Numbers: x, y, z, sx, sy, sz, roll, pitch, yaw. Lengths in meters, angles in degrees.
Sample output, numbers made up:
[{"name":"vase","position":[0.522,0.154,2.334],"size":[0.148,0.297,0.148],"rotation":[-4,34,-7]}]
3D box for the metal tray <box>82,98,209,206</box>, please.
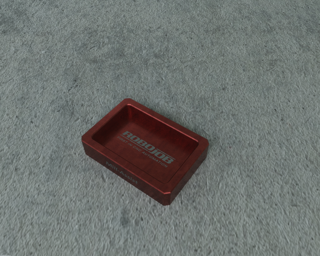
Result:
[{"name":"metal tray","position":[-0.018,0.023,0.381],"size":[0.130,0.030,0.090],"rotation":[29,55,22]}]
